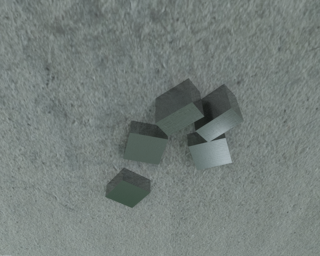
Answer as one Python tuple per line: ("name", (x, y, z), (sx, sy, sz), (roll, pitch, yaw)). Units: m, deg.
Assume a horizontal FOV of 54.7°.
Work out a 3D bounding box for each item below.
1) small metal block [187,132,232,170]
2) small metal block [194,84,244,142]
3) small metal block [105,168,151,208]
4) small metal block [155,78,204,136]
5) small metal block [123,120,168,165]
("small metal block", (0.069, 0.029, 0.433), (0.050, 0.025, 0.050), (-14, 129, 11))
("small metal block", (0.068, -0.018, 0.376), (0.050, 0.050, 0.025), (-35, 122, 25))
("small metal block", (-0.050, 0.095, 0.488), (0.050, 0.025, 0.050), (29, 124, -23))
("small metal block", (0.022, -0.025, 0.370), (0.050, 0.050, 0.025), (-29, 124, 22))
("small metal block", (-0.020, 0.021, 0.425), (0.050, 0.025, 0.050), (11, 129, -10))
